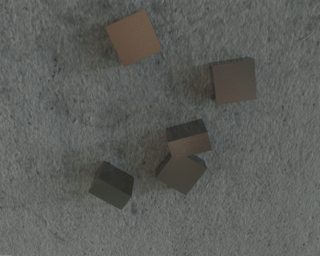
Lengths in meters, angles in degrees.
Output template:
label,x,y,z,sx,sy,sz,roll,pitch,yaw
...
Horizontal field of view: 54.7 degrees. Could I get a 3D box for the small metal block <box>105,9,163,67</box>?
label,x,y,z,sx,sy,sz,roll,pitch,yaw
small metal block,-0.030,-0.107,0.370,0.050,0.025,0.050,-22,109,7

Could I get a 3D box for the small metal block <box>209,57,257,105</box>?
label,x,y,z,sx,sy,sz,roll,pitch,yaw
small metal block,0.092,-0.059,0.389,0.050,0.025,0.050,-9,110,3

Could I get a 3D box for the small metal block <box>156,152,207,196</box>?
label,x,y,z,sx,sy,sz,roll,pitch,yaw
small metal block,0.029,0.058,0.432,0.050,0.025,0.050,32,107,-12

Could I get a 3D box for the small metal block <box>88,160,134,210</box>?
label,x,y,z,sx,sy,sz,roll,pitch,yaw
small metal block,-0.065,0.077,0.424,0.050,0.050,0.025,32,107,-12

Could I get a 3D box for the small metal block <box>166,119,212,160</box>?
label,x,y,z,sx,sy,sz,roll,pitch,yaw
small metal block,0.037,0.014,0.402,0.050,0.050,0.025,-15,110,5
